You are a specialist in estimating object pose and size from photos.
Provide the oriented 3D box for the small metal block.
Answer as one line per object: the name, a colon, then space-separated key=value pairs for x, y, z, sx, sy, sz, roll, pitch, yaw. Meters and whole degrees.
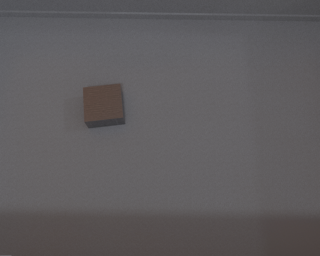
small metal block: x=-0.075 y=-0.030 z=0.420 sx=0.050 sy=0.025 sz=0.050 roll=-6 pitch=70 yaw=-3
